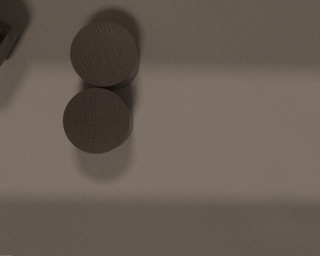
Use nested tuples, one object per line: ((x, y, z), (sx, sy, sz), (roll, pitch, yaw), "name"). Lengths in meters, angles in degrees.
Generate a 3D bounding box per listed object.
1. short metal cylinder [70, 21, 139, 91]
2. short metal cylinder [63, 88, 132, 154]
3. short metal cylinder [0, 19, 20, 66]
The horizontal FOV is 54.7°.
((-0.068, -0.090, 0.398), (0.081, 0.050, 0.079), (0, 90, -1), "short metal cylinder")
((-0.077, -0.009, 0.398), (0.081, 0.050, 0.079), (0, 90, -1), "short metal cylinder")
((-0.224, -0.119, 0.381), (0.080, 0.080, 0.050), (28, 90, -1), "short metal cylinder")
